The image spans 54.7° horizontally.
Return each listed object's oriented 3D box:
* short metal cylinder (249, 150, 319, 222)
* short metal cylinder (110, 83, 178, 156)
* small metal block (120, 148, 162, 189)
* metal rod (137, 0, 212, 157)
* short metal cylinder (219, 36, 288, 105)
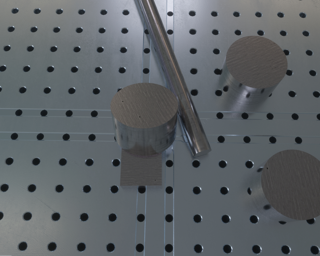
[{"bbox_3d":[0.155,0.071,0.374,0.081,0.050,0.080,0,70,0],"label":"short metal cylinder"},{"bbox_3d":[-0.019,-0.012,0.388,0.081,0.050,0.080,0,47,0],"label":"short metal cylinder"},{"bbox_3d":[-0.023,0.050,0.393,0.050,0.025,0.050,0,70,0],"label":"small metal block"},{"bbox_3d":[0.010,-0.102,0.448,0.025,0.025,0.299,-16,71,-6],"label":"metal rod"},{"bbox_3d":[0.126,-0.079,0.428,0.081,0.050,0.080,0,70,0],"label":"short metal cylinder"}]
